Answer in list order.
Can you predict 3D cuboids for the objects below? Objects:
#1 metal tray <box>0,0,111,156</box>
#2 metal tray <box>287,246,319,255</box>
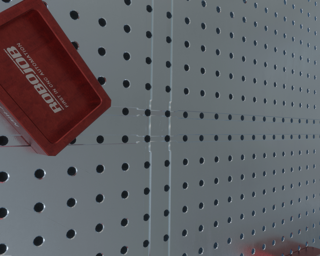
[{"bbox_3d":[-0.119,-0.048,0.305,0.090,0.030,0.130,-47,118,-29],"label":"metal tray"},{"bbox_3d":[0.323,0.283,0.636,0.131,0.090,0.030,4,88,-40],"label":"metal tray"}]
